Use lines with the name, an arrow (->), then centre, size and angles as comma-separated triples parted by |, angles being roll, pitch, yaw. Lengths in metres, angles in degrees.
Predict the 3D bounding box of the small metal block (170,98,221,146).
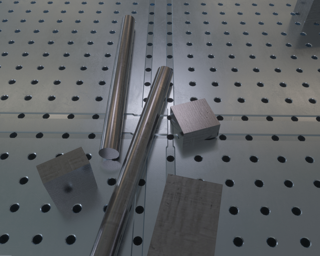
small metal block -> 0.046, -0.009, 0.415 | 0.050, 0.025, 0.050 | -14, 52, -12

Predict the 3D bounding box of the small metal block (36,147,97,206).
small metal block -> -0.102, 0.054, 0.345 | 0.050, 0.050, 0.025 | -24, 54, -19

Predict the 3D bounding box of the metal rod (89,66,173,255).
metal rod -> -0.026, 0.026, 0.385 | 0.025, 0.025, 0.300 | 10, 51, 8

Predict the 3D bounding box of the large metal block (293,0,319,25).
large metal block -> 0.312, -0.246, 0.580 | 0.081, 0.080, 0.050 | -6, 50, -5

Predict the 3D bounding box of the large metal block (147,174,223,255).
large metal block -> 0.023, 0.102, 0.287 | 0.050, 0.080, 0.080 | 10, 51, 8

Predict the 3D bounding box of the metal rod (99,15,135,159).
metal rod -> -0.060, -0.083, 0.476 | 0.025, 0.025, 0.300 | 1, 50, 0
